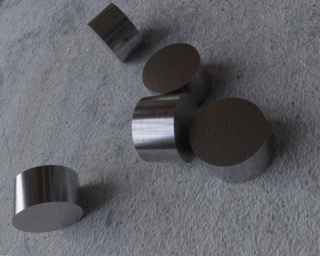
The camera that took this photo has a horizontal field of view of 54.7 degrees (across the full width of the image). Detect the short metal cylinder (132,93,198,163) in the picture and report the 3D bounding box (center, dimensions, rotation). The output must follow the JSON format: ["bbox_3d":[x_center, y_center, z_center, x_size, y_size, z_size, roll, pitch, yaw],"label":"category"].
[{"bbox_3d":[0.010,0.001,0.363,0.050,0.080,0.080,-3,61,27],"label":"short metal cylinder"}]

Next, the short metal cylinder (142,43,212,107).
[{"bbox_3d":[0.023,-0.066,0.416,0.080,0.050,0.080,-13,56,21],"label":"short metal cylinder"}]

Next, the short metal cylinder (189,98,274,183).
[{"bbox_3d":[0.079,0.014,0.338,0.080,0.050,0.080,-13,56,21],"label":"short metal cylinder"}]

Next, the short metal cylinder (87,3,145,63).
[{"bbox_3d":[-0.070,-0.151,0.499,0.050,0.080,0.080,-42,51,0],"label":"short metal cylinder"}]

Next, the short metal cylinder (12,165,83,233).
[{"bbox_3d":[-0.140,0.090,0.387,0.080,0.080,0.050,-28,52,11],"label":"short metal cylinder"}]
